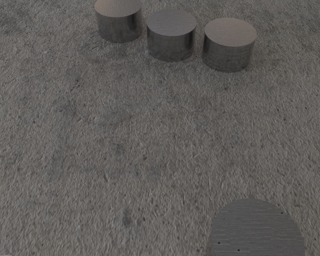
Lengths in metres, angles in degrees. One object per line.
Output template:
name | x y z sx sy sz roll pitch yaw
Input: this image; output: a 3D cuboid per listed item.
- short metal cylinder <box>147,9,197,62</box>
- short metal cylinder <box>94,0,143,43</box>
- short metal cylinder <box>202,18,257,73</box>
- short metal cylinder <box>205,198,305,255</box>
short metal cylinder | 0.019 -0.155 0.517 0.080 0.050 0.080 0 50 0
short metal cylinder | -0.072 -0.196 0.551 0.080 0.050 0.080 0 50 0
short metal cylinder | 0.110 -0.134 0.501 0.080 0.050 0.080 0 50 0
short metal cylinder | 0.086 0.114 0.291 0.080 0.050 0.080 0 50 0
